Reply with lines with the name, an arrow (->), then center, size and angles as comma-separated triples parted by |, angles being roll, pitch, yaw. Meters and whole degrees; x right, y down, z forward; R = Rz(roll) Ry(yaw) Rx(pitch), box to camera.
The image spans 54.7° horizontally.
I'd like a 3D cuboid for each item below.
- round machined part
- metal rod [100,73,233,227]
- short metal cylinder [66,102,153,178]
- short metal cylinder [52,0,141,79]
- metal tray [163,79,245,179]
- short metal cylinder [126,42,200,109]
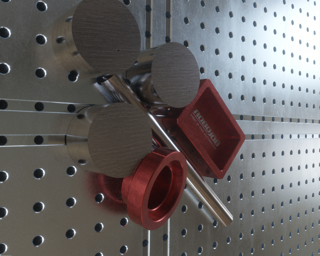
round machined part -> -0.009, 0.069, 0.376 | 0.099, 0.042, 0.097 | -34, 133, -47
metal rod -> 0.023, 0.043, 0.429 | 0.300, 0.025, 0.025 | 52, 60, -27
short metal cylinder -> -0.056, 0.013, 0.346 | 0.081, 0.050, 0.080 | 0, 90, -40
short metal cylinder -> -0.068, -0.095, 0.335 | 0.081, 0.050, 0.080 | 0, 90, -40
metal tray -> 0.071, 0.003, 0.464 | 0.130, 0.030, 0.090 | 51, 61, -28
short metal cylinder -> 0.005, -0.065, 0.396 | 0.081, 0.050, 0.080 | 0, 90, -40
